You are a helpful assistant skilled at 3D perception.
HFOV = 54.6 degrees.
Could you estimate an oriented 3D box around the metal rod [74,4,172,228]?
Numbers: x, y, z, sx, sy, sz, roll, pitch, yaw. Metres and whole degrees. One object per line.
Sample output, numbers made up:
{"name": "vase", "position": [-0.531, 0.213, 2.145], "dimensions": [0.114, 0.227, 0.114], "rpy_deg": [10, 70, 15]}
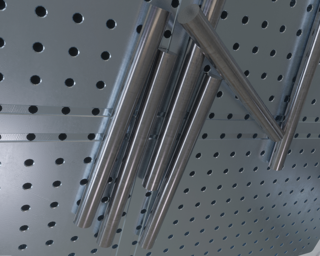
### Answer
{"name": "metal rod", "position": [-0.053, 0.001, 0.382], "dimensions": [0.025, 0.025, 0.298], "rpy_deg": [10, 114, -33]}

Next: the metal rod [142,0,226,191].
{"name": "metal rod", "position": [0.029, -0.046, 0.397], "dimensions": [0.025, 0.025, 0.298], "rpy_deg": [4, 116, -30]}

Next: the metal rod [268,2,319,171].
{"name": "metal rod", "position": [0.225, -0.059, 0.496], "dimensions": [0.025, 0.025, 0.298], "rpy_deg": [-9, 122, -24]}

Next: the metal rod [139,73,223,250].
{"name": "metal rod", "position": [0.024, 0.062, 0.461], "dimensions": [0.025, 0.025, 0.298], "rpy_deg": [6, 116, -31]}

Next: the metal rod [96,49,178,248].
{"name": "metal rod", "position": [-0.038, 0.042, 0.415], "dimensions": [0.025, 0.025, 0.298], "rpy_deg": [6, 116, -31]}

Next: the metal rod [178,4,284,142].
{"name": "metal rod", "position": [0.113, -0.051, 0.419], "dimensions": [0.025, 0.025, 0.301], "rpy_deg": [-48, 135, 5]}
